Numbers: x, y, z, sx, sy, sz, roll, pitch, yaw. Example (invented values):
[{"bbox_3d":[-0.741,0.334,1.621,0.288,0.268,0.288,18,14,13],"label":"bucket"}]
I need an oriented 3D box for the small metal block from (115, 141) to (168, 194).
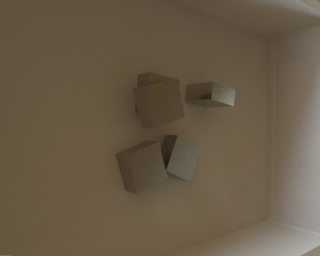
[{"bbox_3d":[-0.022,0.048,0.390,0.050,0.025,0.050,-22,104,-38],"label":"small metal block"}]

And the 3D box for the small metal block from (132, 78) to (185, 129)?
[{"bbox_3d":[-0.001,-0.030,0.376,0.050,0.025,0.050,-21,104,-38],"label":"small metal block"}]

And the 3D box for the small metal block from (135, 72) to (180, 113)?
[{"bbox_3d":[-0.003,-0.042,0.406,0.050,0.025,0.050,7,85,-40],"label":"small metal block"}]

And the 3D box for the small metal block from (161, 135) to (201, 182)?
[{"bbox_3d":[0.025,0.042,0.430,0.050,0.025,0.050,30,71,-36],"label":"small metal block"}]

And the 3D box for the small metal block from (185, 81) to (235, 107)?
[{"bbox_3d":[0.074,-0.048,0.454,0.050,0.050,0.025,11,83,-40],"label":"small metal block"}]
